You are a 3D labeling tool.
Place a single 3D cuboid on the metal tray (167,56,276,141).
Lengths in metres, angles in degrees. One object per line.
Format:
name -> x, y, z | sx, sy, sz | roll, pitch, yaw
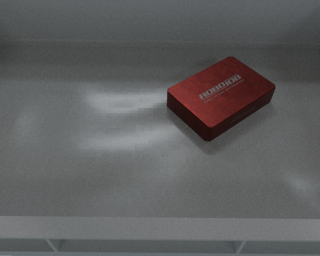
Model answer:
metal tray -> 0.086, -0.046, 0.442 | 0.131, 0.030, 0.090 | -30, 57, -24
